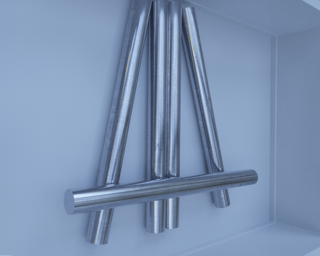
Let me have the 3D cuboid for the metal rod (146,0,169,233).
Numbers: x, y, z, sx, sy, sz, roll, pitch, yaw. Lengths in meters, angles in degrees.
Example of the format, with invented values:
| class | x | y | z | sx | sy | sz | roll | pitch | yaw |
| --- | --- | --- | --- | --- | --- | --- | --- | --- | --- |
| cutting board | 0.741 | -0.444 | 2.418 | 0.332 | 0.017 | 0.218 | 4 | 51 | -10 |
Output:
| class | x | y | z | sx | sy | sz | roll | pitch | yaw |
| --- | --- | --- | --- | --- | --- | --- | --- | --- | --- |
| metal rod | -0.004 | -0.017 | 0.402 | 0.025 | 0.025 | 0.298 | 1 | 89 | -40 |

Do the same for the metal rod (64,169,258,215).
| class | x | y | z | sx | sy | sz | roll | pitch | yaw |
| --- | --- | --- | --- | --- | --- | --- | --- | --- | --- |
| metal rod | 0.029 | 0.074 | 0.395 | 0.302 | 0.025 | 0.025 | 2 | 89 | -40 |

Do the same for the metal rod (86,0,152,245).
| class | x | y | z | sx | sy | sz | roll | pitch | yaw |
| --- | --- | --- | --- | --- | --- | --- | --- | --- | --- |
| metal rod | -0.046 | -0.019 | 0.366 | 0.025 | 0.025 | 0.299 | 16 | 80 | -39 |

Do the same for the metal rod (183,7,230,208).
| class | x | y | z | sx | sy | sz | roll | pitch | yaw |
| --- | --- | --- | --- | --- | --- | --- | --- | --- | --- |
| metal rod | 0.067 | -0.023 | 0.461 | 0.025 | 0.025 | 0.298 | -20 | 103 | -38 |

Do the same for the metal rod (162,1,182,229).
| class | x | y | z | sx | sy | sz | roll | pitch | yaw |
| --- | --- | --- | --- | --- | --- | --- | --- | --- | --- |
| metal rod | 0.015 | -0.017 | 0.418 | 0.025 | 0.025 | 0.298 | 1 | 89 | -40 |
